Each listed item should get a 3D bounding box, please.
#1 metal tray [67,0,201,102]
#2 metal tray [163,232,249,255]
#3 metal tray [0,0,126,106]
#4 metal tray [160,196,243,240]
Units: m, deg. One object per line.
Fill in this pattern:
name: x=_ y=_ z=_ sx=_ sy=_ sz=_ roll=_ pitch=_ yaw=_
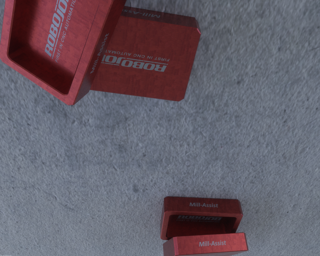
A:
metal tray: x=-0.030 y=-0.080 z=0.335 sx=0.131 sy=0.030 sz=0.089 roll=7 pitch=130 yaw=-7
metal tray: x=0.078 y=0.214 z=0.555 sx=0.131 sy=0.030 sz=0.090 roll=1 pitch=152 yaw=-13
metal tray: x=-0.094 y=-0.093 z=0.284 sx=0.090 sy=0.030 sz=0.129 roll=34 pitch=131 yaw=-1
metal tray: x=0.069 y=0.162 z=0.542 sx=0.131 sy=0.030 sz=0.089 roll=3 pitch=130 yaw=-4
